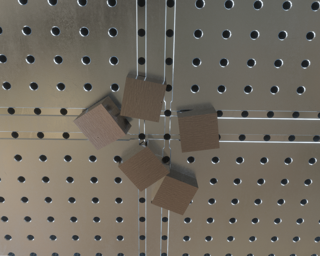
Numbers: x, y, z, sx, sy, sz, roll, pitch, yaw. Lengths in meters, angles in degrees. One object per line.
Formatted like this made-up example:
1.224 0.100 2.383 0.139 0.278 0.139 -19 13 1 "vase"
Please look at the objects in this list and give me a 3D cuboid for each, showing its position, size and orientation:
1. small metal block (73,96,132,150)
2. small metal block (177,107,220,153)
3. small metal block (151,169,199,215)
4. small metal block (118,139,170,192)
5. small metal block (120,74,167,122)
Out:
-0.074 -0.006 0.404 0.050 0.025 0.050 -28 109 25 "small metal block"
0.051 0.002 0.415 0.050 0.025 0.050 -7 110 2 "small metal block"
0.020 0.091 0.447 0.050 0.025 0.050 23 108 -9 "small metal block"
-0.022 0.052 0.432 0.050 0.025 0.050 -35 107 11 "small metal block"
-0.021 -0.039 0.399 0.050 0.025 0.050 11 109 -5 "small metal block"
